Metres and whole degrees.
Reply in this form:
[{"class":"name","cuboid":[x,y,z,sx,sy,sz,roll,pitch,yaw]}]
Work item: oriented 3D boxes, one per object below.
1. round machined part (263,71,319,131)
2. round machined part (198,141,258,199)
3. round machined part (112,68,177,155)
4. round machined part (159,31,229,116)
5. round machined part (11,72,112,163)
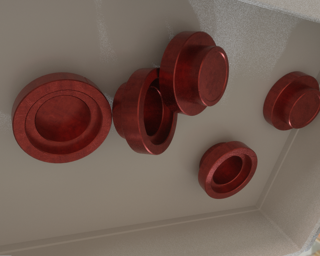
[{"class":"round machined part","cuboid":[0.219,-0.038,0.497,0.099,0.042,0.097,-14,124,-21]},{"class":"round machined part","cuboid":[0.103,0.062,0.495,0.099,0.042,0.097,-14,125,-21]},{"class":"round machined part","cuboid":[-0.018,-0.019,0.356,0.099,0.042,0.097,-13,105,-63]},{"class":"round machined part","cuboid":[0.046,-0.062,0.361,0.099,0.042,0.097,-22,119,-47]},{"class":"round machined part","cuboid":[-0.105,-0.014,0.332,0.099,0.042,0.097,-14,125,-21]}]
